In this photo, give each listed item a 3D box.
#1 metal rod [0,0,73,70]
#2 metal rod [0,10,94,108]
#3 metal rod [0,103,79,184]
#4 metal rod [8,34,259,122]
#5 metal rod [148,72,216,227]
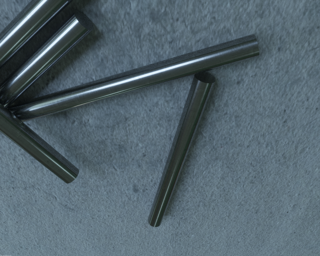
[{"bbox_3d":[-0.188,-0.073,0.342,0.300,0.025,0.025,-31,124,23],"label":"metal rod"},{"bbox_3d":[-0.192,-0.035,0.374,0.299,0.025,0.025,-33,123,24],"label":"metal rod"},{"bbox_3d":[-0.200,-0.030,0.343,0.025,0.025,0.300,-26,126,20],"label":"metal rod"},{"bbox_3d":[-0.040,-0.053,0.361,0.301,0.025,0.025,-14,129,11],"label":"metal rod"},{"bbox_3d":[0.021,0.053,0.452,0.025,0.025,0.298,9,130,-8],"label":"metal rod"}]
